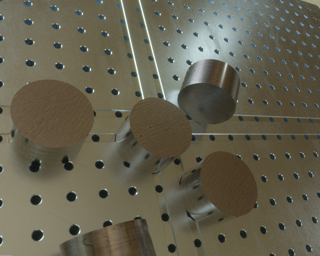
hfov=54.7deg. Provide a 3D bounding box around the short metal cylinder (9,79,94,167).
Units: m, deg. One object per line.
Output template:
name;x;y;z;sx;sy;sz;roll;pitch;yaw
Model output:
short metal cylinder;-0.117;-0.005;0.332;0.081;0.050;0.080;14;56;-21

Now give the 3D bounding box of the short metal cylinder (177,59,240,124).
short metal cylinder;0.070;-0.050;0.441;0.080;0.080;0.050;28;52;-11

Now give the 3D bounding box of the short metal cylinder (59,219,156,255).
short metal cylinder;-0.044;0.119;0.276;0.081;0.080;0.050;-5;65;-31

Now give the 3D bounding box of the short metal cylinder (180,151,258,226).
short metal cylinder;0.072;0.075;0.384;0.081;0.050;0.080;14;56;-21

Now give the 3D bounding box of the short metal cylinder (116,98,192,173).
short metal cylinder;-0.008;0.009;0.382;0.081;0.050;0.080;14;56;-21
